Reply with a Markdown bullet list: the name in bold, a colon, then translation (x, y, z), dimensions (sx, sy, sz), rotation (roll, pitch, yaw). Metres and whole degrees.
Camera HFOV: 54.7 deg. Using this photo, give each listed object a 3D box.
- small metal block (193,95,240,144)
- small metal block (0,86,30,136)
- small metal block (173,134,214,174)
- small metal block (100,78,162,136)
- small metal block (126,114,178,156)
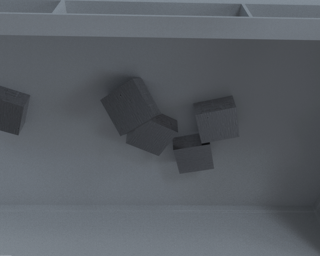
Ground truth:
- **small metal block**: translation (0.074, -0.010, 0.402), dimensions (0.050, 0.025, 0.050), rotation (-11, 130, 8)
- **small metal block**: translation (-0.195, -0.023, 0.386), dimensions (0.050, 0.025, 0.050), rotation (18, 128, -15)
- **small metal block**: translation (0.048, 0.036, 0.441), dimensions (0.050, 0.025, 0.050), rotation (-10, 130, 7)
- **small metal block**: translation (-0.035, -0.025, 0.371), dimensions (0.050, 0.025, 0.050), rotation (-30, 89, 22)
- **small metal block**: translation (-0.011, 0.005, 0.413), dimensions (0.050, 0.025, 0.050), rotation (23, 126, -19)
